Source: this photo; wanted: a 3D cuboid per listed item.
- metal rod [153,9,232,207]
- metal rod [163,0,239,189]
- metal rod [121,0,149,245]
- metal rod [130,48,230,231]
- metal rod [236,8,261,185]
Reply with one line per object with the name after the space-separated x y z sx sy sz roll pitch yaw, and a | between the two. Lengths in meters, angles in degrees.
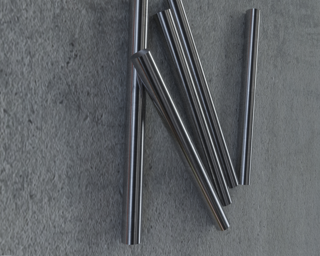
0.052 -0.017 0.447 0.025 0.025 0.298 -32 110 -35 | metal rod
0.065 -0.043 0.458 0.025 0.025 0.298 -32 110 -35 | metal rod
-0.030 -0.012 0.379 0.025 0.025 0.298 3 88 -40 | metal rod
0.038 0.034 0.417 0.025 0.025 0.299 -45 123 -30 | metal rod
0.151 -0.054 0.530 0.025 0.025 0.298 8 85 -40 | metal rod
